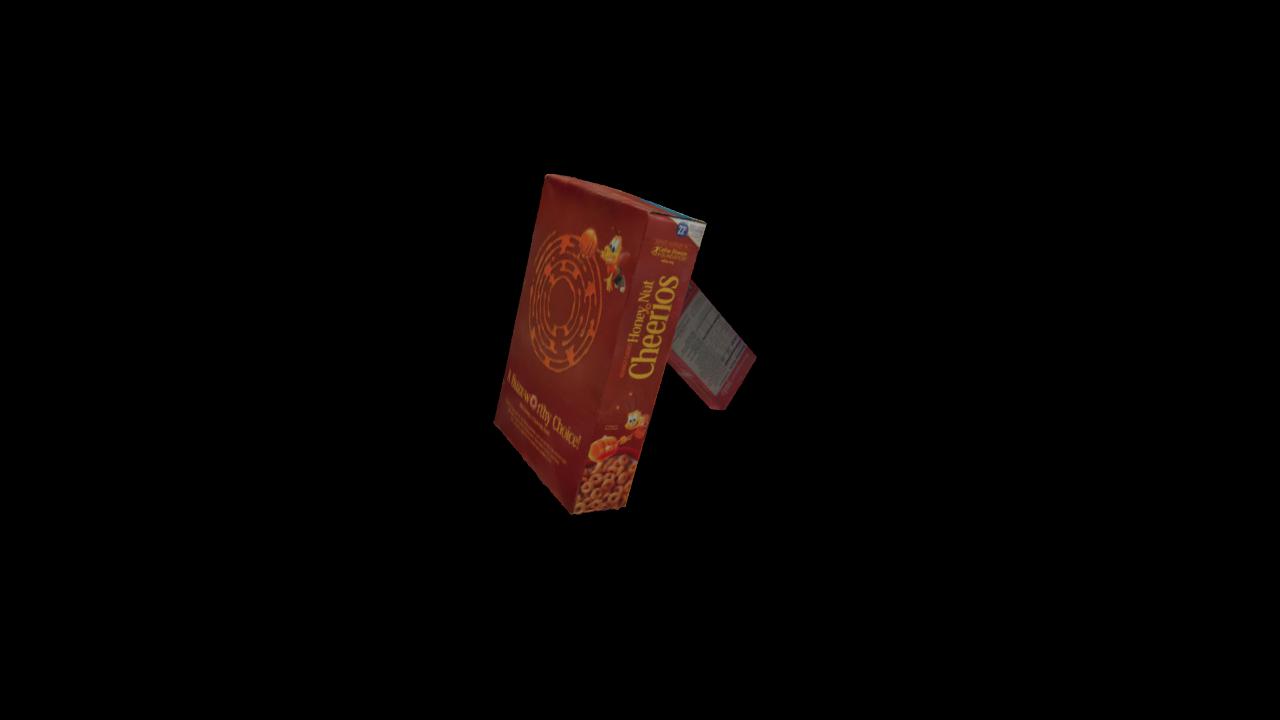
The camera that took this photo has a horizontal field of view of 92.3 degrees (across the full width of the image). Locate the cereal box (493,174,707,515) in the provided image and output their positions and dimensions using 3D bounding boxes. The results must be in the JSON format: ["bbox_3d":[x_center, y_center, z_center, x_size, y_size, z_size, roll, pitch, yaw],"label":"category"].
[{"bbox_3d":[-0.057,-0.024,0.646,0.081,0.306,0.203,3,20,-38],"label":"cereal box"}]

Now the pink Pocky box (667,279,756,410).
[{"bbox_3d":[0.065,-0.022,0.704,0.155,0.084,0.029,46,-25,-24],"label":"pink Pocky box"}]
